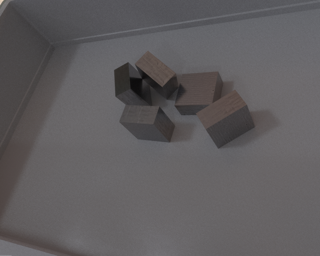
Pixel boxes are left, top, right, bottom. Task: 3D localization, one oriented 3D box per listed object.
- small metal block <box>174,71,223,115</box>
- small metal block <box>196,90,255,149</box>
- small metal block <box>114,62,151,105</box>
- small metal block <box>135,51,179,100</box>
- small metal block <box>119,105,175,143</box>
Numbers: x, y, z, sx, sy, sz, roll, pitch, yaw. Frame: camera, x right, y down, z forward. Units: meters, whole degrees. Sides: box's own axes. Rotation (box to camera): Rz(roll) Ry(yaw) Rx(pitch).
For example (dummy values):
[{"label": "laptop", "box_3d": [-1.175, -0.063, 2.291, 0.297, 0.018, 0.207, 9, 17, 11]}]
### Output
[{"label": "small metal block", "box_3d": [0.052, -0.045, 0.405, 0.050, 0.025, 0.050, 1, 62, 28]}, {"label": "small metal block", "box_3d": [0.076, -0.009, 0.355, 0.050, 0.050, 0.025, -32, 52, 7]}, {"label": "small metal block", "box_3d": [-0.039, -0.056, 0.441, 0.025, 0.050, 0.050, -25, 53, 22]}, {"label": "small metal block", "box_3d": [-0.003, -0.071, 0.424, 0.050, 0.050, 0.025, 42, 85, 15]}, {"label": "small metal block", "box_3d": [-0.016, -0.005, 0.400, 0.050, 0.050, 0.025, 4, 64, 30]}]
